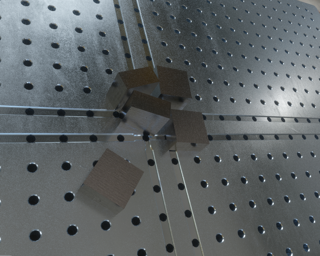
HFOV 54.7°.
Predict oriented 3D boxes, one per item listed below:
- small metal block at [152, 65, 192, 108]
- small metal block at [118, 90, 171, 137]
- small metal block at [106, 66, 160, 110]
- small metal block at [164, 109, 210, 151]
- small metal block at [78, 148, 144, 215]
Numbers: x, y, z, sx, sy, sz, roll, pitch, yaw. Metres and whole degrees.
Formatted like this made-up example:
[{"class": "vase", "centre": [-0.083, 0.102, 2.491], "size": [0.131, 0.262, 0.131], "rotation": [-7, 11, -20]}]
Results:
[{"class": "small metal block", "centre": [0.015, -0.061, 0.455], "size": [0.050, 0.025, 0.050], "rotation": [6, 59, -26]}, {"class": "small metal block", "centre": [-0.020, -0.017, 0.393], "size": [0.050, 0.050, 0.025], "rotation": [17, 55, -19]}, {"class": "small metal block", "centre": [-0.036, -0.052, 0.406], "size": [0.050, 0.050, 0.025], "rotation": [-19, 72, -36]}, {"class": "small metal block", "centre": [0.035, 0.004, 0.427], "size": [0.050, 0.025, 0.050], "rotation": [5, 60, -26]}, {"class": "small metal block", "centre": [-0.054, 0.059, 0.344], "size": [0.050, 0.025, 0.050], "rotation": [34, 51, -6]}]
